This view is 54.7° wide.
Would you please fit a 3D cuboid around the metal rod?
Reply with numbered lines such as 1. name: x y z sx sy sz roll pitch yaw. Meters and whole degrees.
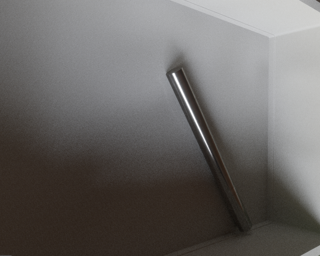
1. metal rod: 0.083 0.045 0.478 0.025 0.025 0.299 -41 115 -32
